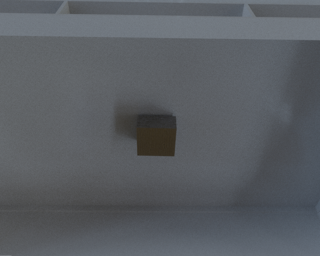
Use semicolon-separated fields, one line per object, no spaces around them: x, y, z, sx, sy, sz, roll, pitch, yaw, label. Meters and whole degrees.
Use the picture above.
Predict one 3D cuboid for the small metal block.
-0.005;0.011;0.413;0.050;0.025;0.050;1;130;-1;small metal block
